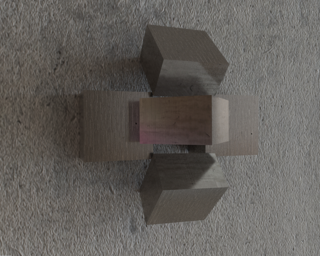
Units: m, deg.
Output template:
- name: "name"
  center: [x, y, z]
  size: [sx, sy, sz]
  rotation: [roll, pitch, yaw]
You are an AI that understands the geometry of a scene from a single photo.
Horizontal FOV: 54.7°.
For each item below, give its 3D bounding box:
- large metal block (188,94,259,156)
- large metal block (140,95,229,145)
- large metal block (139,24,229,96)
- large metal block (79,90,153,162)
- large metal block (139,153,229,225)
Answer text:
- name: "large metal block"
  center: [0.087, -0.004, 0.427]
  size: [0.081, 0.050, 0.079]
  rotation: [0, 90, -21]
- name: "large metal block"
  center: [0.031, -0.008, 0.358]
  size: [0.080, 0.080, 0.050]
  rotation: [0, 91, 24]
- name: "large metal block"
  center: [0.026, -0.083, 0.385]
  size: [0.081, 0.080, 0.050]
  rotation: [0, 134, -20]
- name: "large metal block"
  center: [-0.055, -0.003, 0.377]
  size: [0.081, 0.050, 0.079]
  rotation: [-1, 90, -21]
- name: "large metal block"
  center: [0.026, 0.076, 0.385]
  size: [0.081, 0.079, 0.050]
  rotation: [1, 47, -19]
